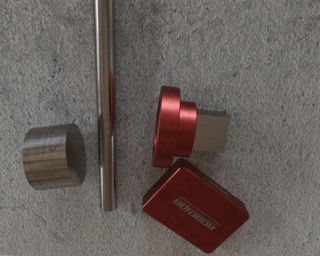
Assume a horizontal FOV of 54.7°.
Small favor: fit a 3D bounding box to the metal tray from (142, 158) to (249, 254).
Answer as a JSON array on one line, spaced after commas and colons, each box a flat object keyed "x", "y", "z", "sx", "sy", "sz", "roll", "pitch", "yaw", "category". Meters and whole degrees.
[{"x": 0.051, "y": 0.115, "z": 0.450, "sx": 0.130, "sy": 0.030, "sz": 0.090, "roll": 37, "pitch": 106, "yaw": -13, "category": "metal tray"}]

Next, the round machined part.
[{"x": 0.017, "y": 0.000, "z": 0.371, "sx": 0.042, "sy": 0.098, "sz": 0.097, "roll": 7, "pitch": 110, "yaw": -3, "category": "round machined part"}]

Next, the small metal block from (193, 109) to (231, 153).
[{"x": 0.062, "y": 0.003, "z": 0.412, "sx": 0.050, "sy": 0.025, "sz": 0.050, "roll": 6, "pitch": 110, "yaw": -3, "category": "small metal block"}]

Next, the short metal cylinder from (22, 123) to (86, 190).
[{"x": -0.130, "y": 0.036, "z": 0.392, "sx": 0.050, "sy": 0.080, "sz": 0.079, "roll": -6, "pitch": 110, "yaw": 2, "category": "short metal cylinder"}]

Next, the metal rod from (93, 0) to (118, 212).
[{"x": -0.069, "y": -0.025, "z": 0.399, "sx": 0.025, "sy": 0.025, "sz": 0.298, "roll": 2, "pitch": 110, "yaw": -1, "category": "metal rod"}]
